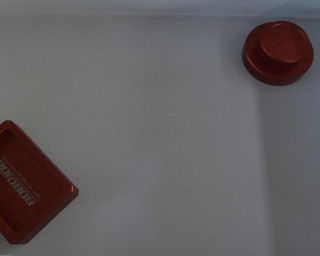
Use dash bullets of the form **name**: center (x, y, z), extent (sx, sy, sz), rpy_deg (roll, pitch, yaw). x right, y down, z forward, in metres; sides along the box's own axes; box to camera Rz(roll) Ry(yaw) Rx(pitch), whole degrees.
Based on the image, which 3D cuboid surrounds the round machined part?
- **round machined part**: center (0.172, -0.113, 0.444), extent (0.099, 0.042, 0.098), rpy_deg (0, 70, -1)

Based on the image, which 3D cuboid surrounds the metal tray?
- **metal tray**: center (-0.177, 0.064, 0.381), extent (0.130, 0.030, 0.090), rpy_deg (42, 75, 13)
